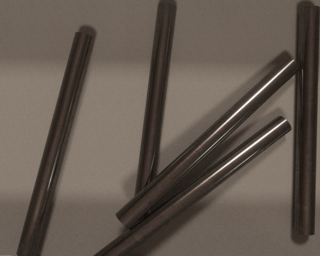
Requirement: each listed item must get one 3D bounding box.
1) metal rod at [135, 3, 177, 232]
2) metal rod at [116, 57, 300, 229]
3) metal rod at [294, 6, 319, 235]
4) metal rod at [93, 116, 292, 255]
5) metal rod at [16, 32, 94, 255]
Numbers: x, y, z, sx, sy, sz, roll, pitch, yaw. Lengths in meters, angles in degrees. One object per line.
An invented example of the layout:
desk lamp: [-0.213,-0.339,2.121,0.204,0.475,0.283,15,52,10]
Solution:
metal rod: [-0.008,-0.013,0.411,0.025,0.025,0.298,7,90,-1]
metal rod: [0.065,0.015,0.397,0.301,0.025,0.025,-42,90,-6]
metal rod: [0.196,-0.010,0.414,0.025,0.025,0.298,1,90,-1]
metal rod: [0.045,0.081,0.395,0.301,0.025,0.025,-36,90,-7]
metal rod: [-0.138,0.022,0.409,0.025,0.025,0.298,15,90,-1]
